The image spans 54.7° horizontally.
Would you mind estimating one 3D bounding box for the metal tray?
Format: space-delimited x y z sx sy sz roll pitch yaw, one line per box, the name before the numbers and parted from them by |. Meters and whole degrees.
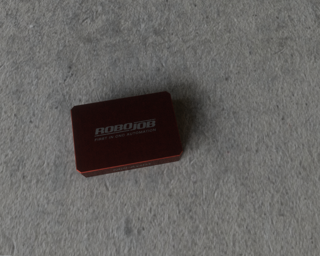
metal tray | -0.043 0.007 0.402 0.131 0.030 0.090 -10 70 -4
